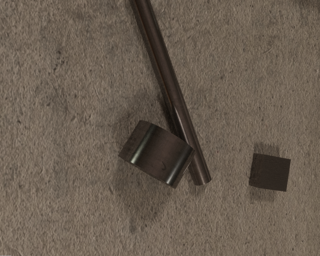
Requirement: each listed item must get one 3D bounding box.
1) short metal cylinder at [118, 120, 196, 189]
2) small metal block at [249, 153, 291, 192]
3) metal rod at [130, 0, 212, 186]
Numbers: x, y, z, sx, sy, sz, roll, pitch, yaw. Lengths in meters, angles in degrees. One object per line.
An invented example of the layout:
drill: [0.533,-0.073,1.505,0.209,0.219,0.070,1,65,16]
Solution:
short metal cylinder: [-0.004,0.033,0.380,0.080,0.080,0.050,34,79,-17]
small metal block: [0.168,0.068,0.473,0.050,0.025,0.050,11,86,-20]
metal rod: [0.010,-0.064,0.413,0.025,0.025,0.298,-22,98,-19]
